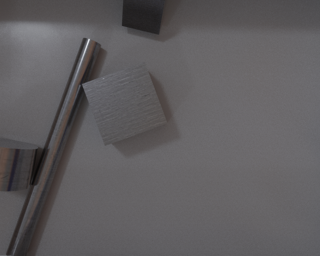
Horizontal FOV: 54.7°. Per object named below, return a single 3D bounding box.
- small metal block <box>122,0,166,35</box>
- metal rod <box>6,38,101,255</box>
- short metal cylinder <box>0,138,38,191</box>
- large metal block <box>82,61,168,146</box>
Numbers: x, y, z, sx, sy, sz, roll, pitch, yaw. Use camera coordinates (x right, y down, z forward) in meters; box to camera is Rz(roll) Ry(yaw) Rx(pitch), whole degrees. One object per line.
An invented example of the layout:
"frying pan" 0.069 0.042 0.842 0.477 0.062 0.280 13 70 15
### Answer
"small metal block" -0.020 -0.153 0.396 0.050 0.050 0.025 13 54 -1
"metal rod" -0.140 0.027 0.409 0.025 0.025 0.299 20 90 -1
"short metal cylinder" -0.198 0.042 0.381 0.080 0.080 0.050 11 90 -1
"large metal block" -0.043 -0.030 0.398 0.080 0.050 0.080 -20 90 -1
